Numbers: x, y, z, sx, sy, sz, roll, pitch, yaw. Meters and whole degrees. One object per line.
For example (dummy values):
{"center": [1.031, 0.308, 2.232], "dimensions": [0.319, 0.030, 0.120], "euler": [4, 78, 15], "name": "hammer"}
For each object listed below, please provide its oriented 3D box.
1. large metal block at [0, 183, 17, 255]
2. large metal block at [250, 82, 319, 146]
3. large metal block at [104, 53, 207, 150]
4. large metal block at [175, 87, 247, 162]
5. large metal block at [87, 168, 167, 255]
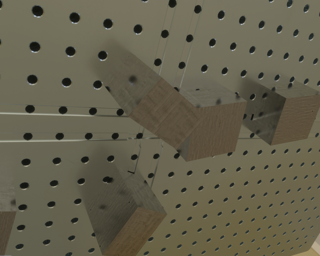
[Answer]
{"center": [-0.214, 0.107, 0.345], "dimensions": [0.081, 0.050, 0.079], "euler": [10, 114, -33], "name": "large metal block"}
{"center": [0.200, -0.024, 0.492], "dimensions": [0.081, 0.050, 0.079], "euler": [-8, 122, -25], "name": "large metal block"}
{"center": [-0.007, -0.031, 0.354], "dimensions": [0.050, 0.080, 0.080], "euler": [-49, 129, 6], "name": "large metal block"}
{"center": [0.064, -0.007, 0.428], "dimensions": [0.081, 0.050, 0.079], "euler": [-9, 123, -24], "name": "large metal block"}
{"center": [-0.048, 0.116, 0.422], "dimensions": [0.050, 0.080, 0.080], "euler": [27, 103, -38], "name": "large metal block"}
